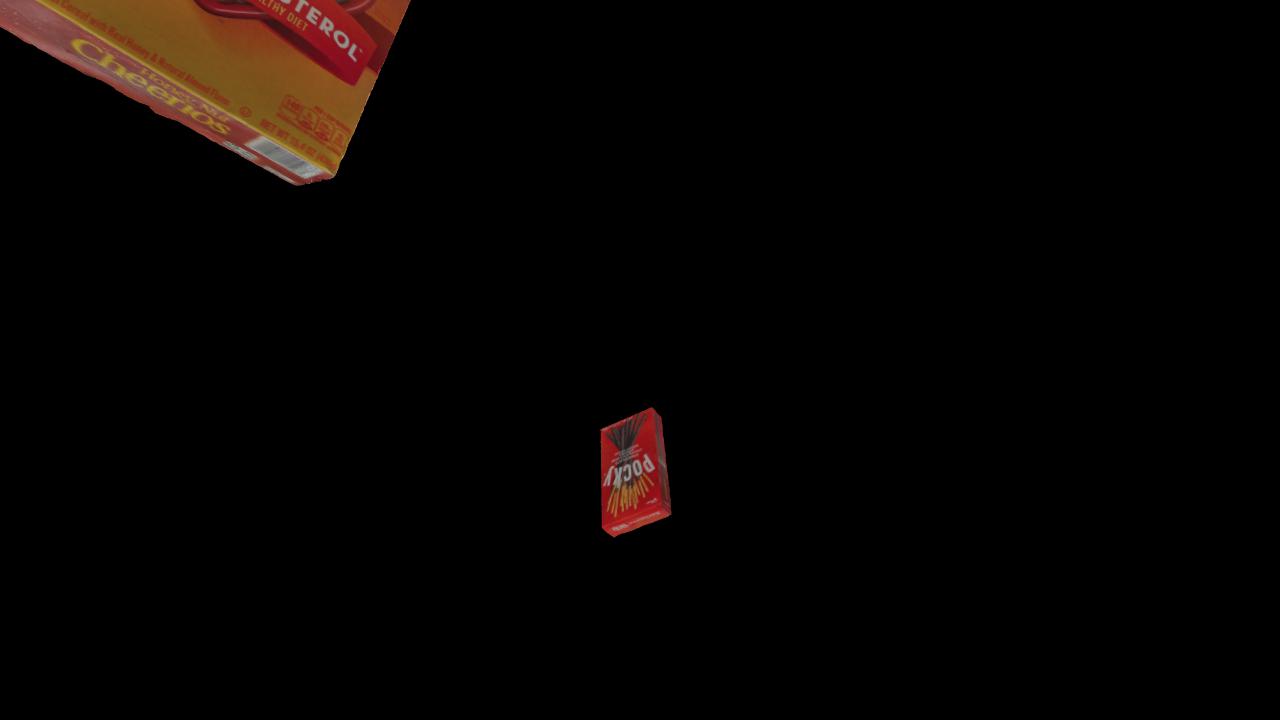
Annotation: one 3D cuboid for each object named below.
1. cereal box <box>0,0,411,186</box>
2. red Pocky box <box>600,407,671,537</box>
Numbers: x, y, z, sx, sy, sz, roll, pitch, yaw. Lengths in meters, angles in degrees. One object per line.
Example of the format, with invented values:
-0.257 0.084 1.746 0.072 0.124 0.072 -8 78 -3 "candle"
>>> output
-0.249 -0.300 0.396 0.081 0.306 0.203 5 -17 40 "cereal box"
-0.008 0.134 0.759 0.083 0.155 0.028 -25 -51 17 "red Pocky box"
